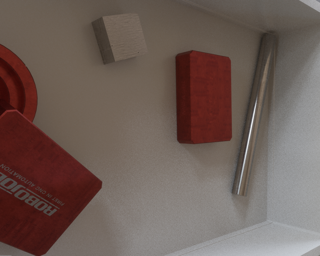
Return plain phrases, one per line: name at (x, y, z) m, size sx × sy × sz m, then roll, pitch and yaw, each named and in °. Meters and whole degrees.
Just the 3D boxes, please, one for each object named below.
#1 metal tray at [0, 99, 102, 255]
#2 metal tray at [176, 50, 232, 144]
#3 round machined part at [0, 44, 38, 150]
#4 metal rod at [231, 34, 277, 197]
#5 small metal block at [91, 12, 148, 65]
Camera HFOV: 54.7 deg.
metal tray at (-0.120, 0.049, 0.269) m, size 0.090 × 0.030 × 0.130 m, roll -50°, pitch 138°, yaw -15°
metal tray at (0.067, -0.044, 0.462) m, size 0.091 × 0.030 × 0.129 m, roll -2°, pitch 92°, yaw -40°
round machined part at (-0.161, -0.025, 0.262) m, size 0.099 × 0.042 × 0.097 m, roll 0°, pitch 90°, yaw -40°
metal rod at (0.169, -0.029, 0.551) m, size 0.025 × 0.025 × 0.299 m, roll 24°, pitch 75°, yaw -38°
small metal block at (-0.047, -0.107, 0.369) m, size 0.050 × 0.025 × 0.050 m, roll -25°, pitch 106°, yaw -38°
